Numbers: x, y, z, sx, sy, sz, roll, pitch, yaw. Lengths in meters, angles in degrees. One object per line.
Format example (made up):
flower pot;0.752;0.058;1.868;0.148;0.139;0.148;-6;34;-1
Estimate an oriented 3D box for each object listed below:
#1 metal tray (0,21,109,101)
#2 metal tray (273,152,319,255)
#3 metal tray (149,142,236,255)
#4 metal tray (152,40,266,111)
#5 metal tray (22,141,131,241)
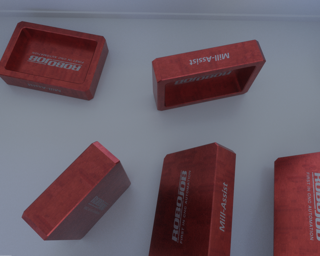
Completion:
metal tray;-0.149;-0.096;0.440;0.131;0.030;0.090;12;70;4
metal tray;0.173;0.089;0.333;0.090;0.030;0.130;-14;46;36
metal tray;0.035;0.087;0.339;0.030;0.090;0.130;26;62;-32
metal tray;0.057;-0.064;0.399;0.131;0.090;0.030;-12;71;-5
metal tray;-0.077;0.072;0.326;0.030;0.130;0.090;39;75;13
